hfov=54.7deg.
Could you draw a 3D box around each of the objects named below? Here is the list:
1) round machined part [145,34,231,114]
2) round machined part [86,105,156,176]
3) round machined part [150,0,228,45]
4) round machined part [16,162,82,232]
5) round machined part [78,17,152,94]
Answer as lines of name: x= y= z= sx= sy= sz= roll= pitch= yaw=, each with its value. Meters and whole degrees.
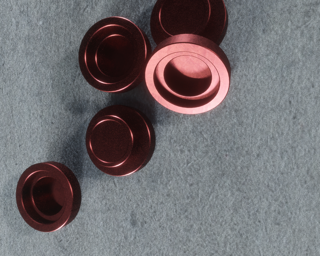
round machined part: x=0.034 y=-0.067 z=0.370 sx=0.098 sy=0.042 sz=0.097 roll=8 pitch=133 yaw=9
round machined part: x=-0.059 y=0.017 z=0.420 sx=0.098 sy=0.042 sz=0.097 roll=0 pitch=90 yaw=19
round machined part: x=0.033 y=-0.136 z=0.388 sx=0.098 sy=0.042 sz=0.097 roll=0 pitch=90 yaw=19
round machined part: x=-0.156 y=0.097 z=0.453 sx=0.098 sy=0.042 sz=0.097 roll=0 pitch=90 yaw=19
round machined part: x=-0.056 y=-0.095 z=0.419 sx=0.098 sy=0.042 sz=0.097 roll=0 pitch=90 yaw=19
